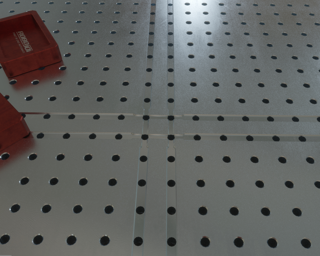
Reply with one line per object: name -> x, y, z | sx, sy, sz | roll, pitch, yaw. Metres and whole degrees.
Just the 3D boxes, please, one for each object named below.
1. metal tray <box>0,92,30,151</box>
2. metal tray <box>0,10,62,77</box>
metal tray -> -0.251, -0.014, 0.416 | 0.090, 0.030, 0.130 | -37, 59, -27
metal tray -> -0.233, -0.147, 0.526 | 0.091, 0.030, 0.130 | -24, 54, -19
